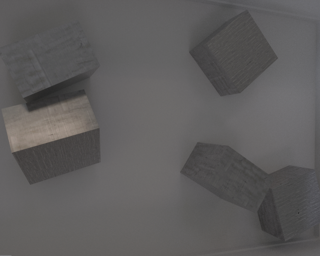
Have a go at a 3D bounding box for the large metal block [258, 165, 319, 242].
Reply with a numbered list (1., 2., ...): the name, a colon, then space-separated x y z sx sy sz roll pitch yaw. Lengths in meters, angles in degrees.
1. large metal block: 0.193 0.110 0.468 0.081 0.050 0.080 -18 96 -19

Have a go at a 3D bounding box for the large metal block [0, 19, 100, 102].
1. large metal block: -0.119 -0.068 0.337 0.081 0.080 0.050 -28 100 -18

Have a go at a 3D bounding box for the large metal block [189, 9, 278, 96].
1. large metal block: 0.103 -0.102 0.435 0.080 0.050 0.080 -42 103 -15

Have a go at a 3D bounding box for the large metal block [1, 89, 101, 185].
1. large metal block: -0.111 0.011 0.333 0.081 0.080 0.050 -17 63 -19

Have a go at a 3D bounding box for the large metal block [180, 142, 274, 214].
1. large metal block: 0.086 0.063 0.413 0.080 0.080 0.050 34 79 -17
